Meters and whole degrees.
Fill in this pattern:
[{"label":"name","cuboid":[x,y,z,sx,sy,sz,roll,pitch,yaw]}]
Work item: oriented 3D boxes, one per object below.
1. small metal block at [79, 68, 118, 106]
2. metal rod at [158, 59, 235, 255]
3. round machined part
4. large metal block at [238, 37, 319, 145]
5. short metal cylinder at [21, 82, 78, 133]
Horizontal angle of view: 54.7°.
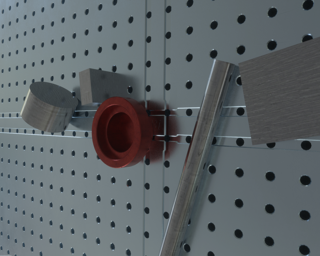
[{"label":"small metal block","cuboid":[-0.091,-0.059,0.466,0.025,0.050,0.050,-10,84,39]},{"label":"metal rod","cuboid":[0.036,0.067,0.378,0.025,0.025,0.298,23,105,37]},{"label":"round machined part","cuboid":[-0.048,0.006,0.436,0.098,0.042,0.097,0,90,39]},{"label":"large metal block","cuboid":[0.127,-0.030,0.287,0.080,0.050,0.080,-13,82,39]},{"label":"short metal cylinder","cuboid":[-0.186,-0.036,0.524,0.080,0.081,0.050,44,117,30]}]
